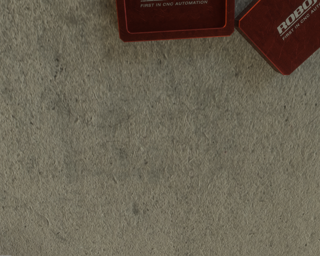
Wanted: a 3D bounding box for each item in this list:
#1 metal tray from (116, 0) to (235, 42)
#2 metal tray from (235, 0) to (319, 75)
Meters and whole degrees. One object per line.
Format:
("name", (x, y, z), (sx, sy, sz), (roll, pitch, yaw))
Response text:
("metal tray", (0.017, -0.148, 0.352), (0.131, 0.030, 0.089), (-3, 110, 1))
("metal tray", (0.163, -0.138, 0.358), (0.090, 0.030, 0.130), (42, 105, -14))
